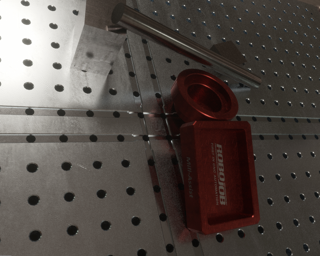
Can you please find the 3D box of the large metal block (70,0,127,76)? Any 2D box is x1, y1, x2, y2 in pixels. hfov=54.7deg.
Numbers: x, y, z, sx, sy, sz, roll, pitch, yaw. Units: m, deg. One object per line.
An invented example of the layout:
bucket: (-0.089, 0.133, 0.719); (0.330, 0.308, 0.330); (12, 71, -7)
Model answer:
large metal block: (-0.082, -0.129, 0.409); (0.050, 0.080, 0.080); (10, 58, -23)

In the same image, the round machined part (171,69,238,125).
round machined part: (0.060, -0.037, 0.447); (0.099, 0.042, 0.098); (17, 45, -17)

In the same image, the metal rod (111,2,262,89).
metal rod: (0.061, -0.107, 0.453); (0.302, 0.025, 0.025); (12, 55, -42)

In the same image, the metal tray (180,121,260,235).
metal tray: (0.075, 0.057, 0.384); (0.091, 0.030, 0.129); (0, 83, -29)

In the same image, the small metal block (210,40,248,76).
small metal block: (0.119, -0.125, 0.551); (0.050, 0.025, 0.050); (-23, 74, -37)
